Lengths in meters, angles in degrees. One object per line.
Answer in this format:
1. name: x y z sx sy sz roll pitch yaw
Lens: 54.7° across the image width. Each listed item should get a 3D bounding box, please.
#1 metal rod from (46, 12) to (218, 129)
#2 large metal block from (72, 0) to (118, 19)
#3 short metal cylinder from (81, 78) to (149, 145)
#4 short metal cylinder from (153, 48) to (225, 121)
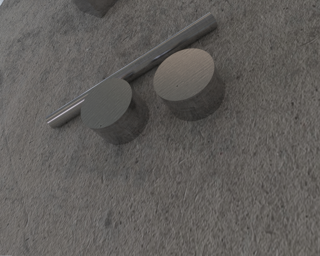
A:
1. metal rod: -0.048 -0.085 0.481 0.300 0.025 0.025 -31 52 8
2. large metal block: -0.129 -0.276 0.625 0.080 0.050 0.080 32 79 38
3. short metal cylinder: -0.062 -0.023 0.435 0.080 0.050 0.080 -13 56 21
4. short metal cylinder: 0.039 -0.056 0.402 0.080 0.050 0.080 -13 56 21
